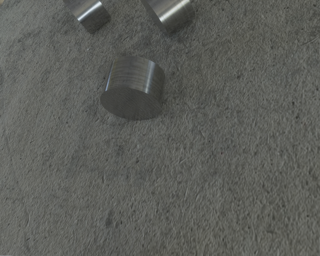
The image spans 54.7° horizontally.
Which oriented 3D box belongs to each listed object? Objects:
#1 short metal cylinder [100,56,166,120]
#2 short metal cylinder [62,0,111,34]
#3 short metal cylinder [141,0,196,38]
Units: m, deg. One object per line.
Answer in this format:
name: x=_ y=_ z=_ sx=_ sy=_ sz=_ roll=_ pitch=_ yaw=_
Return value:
short metal cylinder: x=-0.035 y=-0.052 z=0.419 sx=0.080 sy=0.080 sz=0.050 roll=-6 pitch=59 yaw=25
short metal cylinder: x=-0.136 y=-0.223 z=0.578 sx=0.050 sy=0.080 sz=0.080 roll=-38 pitch=51 yaw=3
short metal cylinder: x=0.011 y=-0.188 z=0.478 sx=0.050 sy=0.080 sz=0.080 roll=-36 pitch=51 yaw=4
